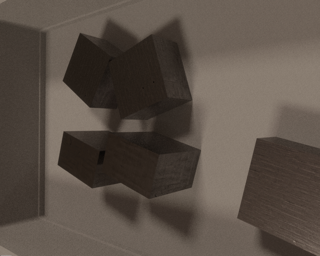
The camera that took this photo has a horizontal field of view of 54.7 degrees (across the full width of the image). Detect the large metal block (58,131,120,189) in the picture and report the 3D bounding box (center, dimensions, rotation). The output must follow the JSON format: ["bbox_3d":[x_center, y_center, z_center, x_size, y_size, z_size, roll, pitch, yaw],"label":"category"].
[{"bbox_3d":[-0.083,0.040,0.437,0.080,0.081,0.050,22,104,37],"label":"large metal block"}]

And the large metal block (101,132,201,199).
[{"bbox_3d":[-0.010,0.040,0.378,0.080,0.081,0.050,20,103,38],"label":"large metal block"}]

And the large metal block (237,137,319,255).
[{"bbox_3d":[0.127,0.058,0.285,0.080,0.050,0.079,18,101,38],"label":"large metal block"}]

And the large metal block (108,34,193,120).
[{"bbox_3d":[-0.014,-0.061,0.400,0.080,0.050,0.080,-22,76,37],"label":"large metal block"}]

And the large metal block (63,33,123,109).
[{"bbox_3d":[-0.092,-0.084,0.464,0.080,0.050,0.079,41,114,32],"label":"large metal block"}]
